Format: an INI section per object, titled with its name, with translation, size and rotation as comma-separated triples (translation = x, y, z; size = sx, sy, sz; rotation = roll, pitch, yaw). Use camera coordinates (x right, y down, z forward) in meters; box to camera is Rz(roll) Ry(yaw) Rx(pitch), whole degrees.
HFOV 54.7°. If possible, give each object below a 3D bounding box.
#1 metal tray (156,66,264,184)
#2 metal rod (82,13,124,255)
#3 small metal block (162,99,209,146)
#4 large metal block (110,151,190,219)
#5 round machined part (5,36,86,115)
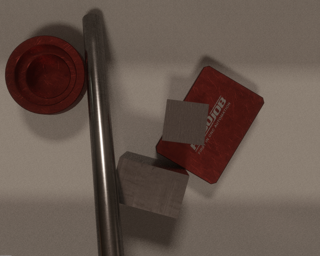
[metal tray]
translation = 0.064, -0.004, 0.410
size = 0.090, 0.030, 0.130
rotation = 31, 90, -1
[metal rod]
translation = -0.069, -0.006, 0.357
size = 0.025, 0.025, 0.299
rotation = -9, 68, 0
[small metal block]
translation = 0.031, -0.007, 0.381
size = 0.050, 0.025, 0.050
rotation = 7, 90, -1
[large metal block]
translation = -0.013, 0.066, 0.384
size = 0.080, 0.080, 0.050
rotation = 15, 90, -1
[round machined part]
translation = -0.141, -0.065, 0.401
size = 0.099, 0.042, 0.097
rotation = 0, 90, -1
